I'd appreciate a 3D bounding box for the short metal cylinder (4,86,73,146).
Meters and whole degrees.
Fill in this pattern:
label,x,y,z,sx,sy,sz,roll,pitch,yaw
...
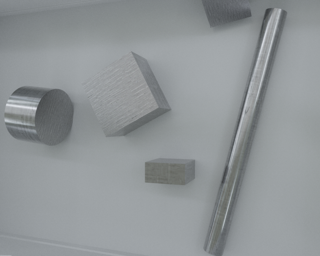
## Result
label,x,y,z,sx,sy,sz,roll,pitch,yaw
short metal cylinder,-0.169,-0.018,0.439,0.050,0.080,0.079,8,93,19

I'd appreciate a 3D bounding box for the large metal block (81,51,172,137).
label,x,y,z,sx,sy,sz,roll,pitch,yaw
large metal block,-0.044,-0.042,0.412,0.080,0.050,0.080,-29,81,17

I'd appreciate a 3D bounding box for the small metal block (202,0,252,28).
label,x,y,z,sx,sy,sz,roll,pitch,yaw
small metal block,0.078,-0.153,0.366,0.050,0.050,0.025,-10,55,19

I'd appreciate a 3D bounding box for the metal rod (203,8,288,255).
label,x,y,z,sx,sy,sz,roll,pitch,yaw
metal rod,0.101,0.009,0.374,0.025,0.025,0.298,15,95,19

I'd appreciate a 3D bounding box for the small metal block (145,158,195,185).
label,x,y,z,sx,sy,sz,roll,pitch,yaw
small metal block,0.014,0.054,0.392,0.050,0.050,0.025,0,90,19
